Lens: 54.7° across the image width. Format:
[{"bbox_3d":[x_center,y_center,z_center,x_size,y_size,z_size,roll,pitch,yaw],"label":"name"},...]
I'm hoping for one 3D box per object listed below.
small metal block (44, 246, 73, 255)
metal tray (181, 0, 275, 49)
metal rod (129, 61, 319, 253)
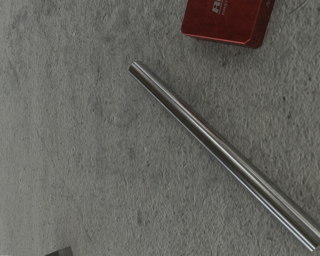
[{"bbox_3d":[-0.177,0.244,0.551,0.050,0.025,0.050,-32,70,35],"label":"small metal block"},{"bbox_3d":[0.081,-0.159,0.335,0.090,0.030,0.129,23,104,37],"label":"metal tray"},{"bbox_3d":[0.057,0.011,0.358,0.300,0.025,0.025,46,118,30],"label":"metal rod"}]
